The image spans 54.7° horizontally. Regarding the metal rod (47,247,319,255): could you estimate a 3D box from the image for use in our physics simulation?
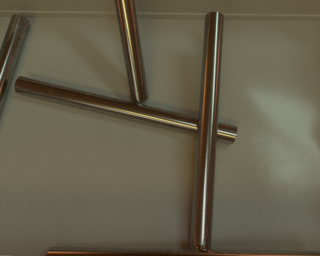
[{"bbox_3d":[0.025,0.144,0.335,0.301,0.025,0.025,-2,70,8],"label":"metal rod"}]

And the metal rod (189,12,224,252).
[{"bbox_3d":[0.059,0.000,0.383,0.025,0.025,0.299,5,80,2],"label":"metal rod"}]

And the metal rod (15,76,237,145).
[{"bbox_3d":[-0.048,-0.025,0.418,0.301,0.025,0.025,13,71,4],"label":"metal rod"}]

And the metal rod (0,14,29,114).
[{"bbox_3d":[-0.228,-0.024,0.416,0.025,0.025,0.299,7,70,2],"label":"metal rod"}]

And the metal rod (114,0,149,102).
[{"bbox_3d":[-0.047,-0.178,0.374,0.025,0.025,0.298,-9,111,-3],"label":"metal rod"}]
